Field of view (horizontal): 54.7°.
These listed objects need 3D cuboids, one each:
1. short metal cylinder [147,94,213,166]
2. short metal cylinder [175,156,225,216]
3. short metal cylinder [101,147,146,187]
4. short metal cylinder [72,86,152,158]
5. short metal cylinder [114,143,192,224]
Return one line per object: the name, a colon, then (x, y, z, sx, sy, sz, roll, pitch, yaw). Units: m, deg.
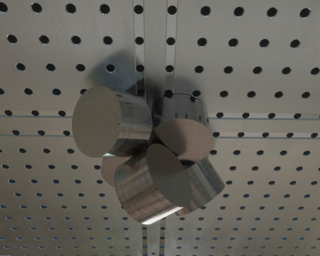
short metal cylinder: (0.025, 0.003, 0.398, 0.081, 0.050, 0.079, 0, 130, 0)
short metal cylinder: (0.043, 0.078, 0.434, 0.080, 0.080, 0.050, -33, 88, 24)
short metal cylinder: (-0.038, 0.043, 0.431, 0.081, 0.050, 0.079, 0, 130, 0)
short metal cylinder: (-0.056, -0.005, 0.361, 0.080, 0.080, 0.050, -38, 155, 27)
short metal cylinder: (-0.007, 0.065, 0.363, 0.050, 0.080, 0.080, -34, 123, 25)
